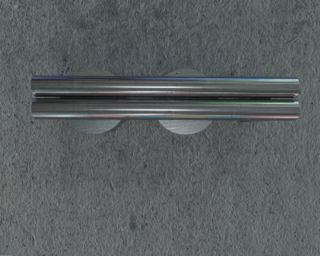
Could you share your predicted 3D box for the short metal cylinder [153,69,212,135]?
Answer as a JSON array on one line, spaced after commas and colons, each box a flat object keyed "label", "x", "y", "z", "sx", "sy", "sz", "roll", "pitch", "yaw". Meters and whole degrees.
[{"label": "short metal cylinder", "x": 0.031, "y": -0.032, "z": 0.399, "sx": 0.081, "sy": 0.050, "sz": 0.080, "roll": 0, "pitch": 90, "yaw": 0}]

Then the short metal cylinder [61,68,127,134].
[{"label": "short metal cylinder", "x": -0.080, "y": -0.033, "z": 0.397, "sx": 0.081, "sy": 0.050, "sz": 0.080, "roll": 0, "pitch": 90, "yaw": 0}]

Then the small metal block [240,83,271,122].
[{"label": "small metal block", "x": 0.122, "y": -0.033, "z": 0.401, "sx": 0.025, "sy": 0.050, "sz": 0.050, "roll": -2, "pitch": 90, "yaw": 0}]

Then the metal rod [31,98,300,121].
[{"label": "metal rod", "x": 0.007, "y": -0.022, "z": 0.360, "sx": 0.302, "sy": 0.025, "sz": 0.025, "roll": 0, "pitch": 90, "yaw": -1}]

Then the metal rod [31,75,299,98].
[{"label": "metal rod", "x": 0.006, "y": -0.048, "z": 0.360, "sx": 0.302, "sy": 0.025, "sz": 0.025, "roll": 0, "pitch": 90, "yaw": -1}]
